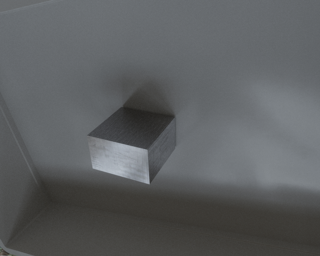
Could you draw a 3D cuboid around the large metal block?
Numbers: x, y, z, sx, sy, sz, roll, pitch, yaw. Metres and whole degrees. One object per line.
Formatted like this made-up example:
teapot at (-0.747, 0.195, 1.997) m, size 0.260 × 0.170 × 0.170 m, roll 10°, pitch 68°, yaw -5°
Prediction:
large metal block at (-0.033, 0.019, 0.397) m, size 0.080 × 0.080 × 0.050 m, roll 12°, pitch 123°, yaw 21°
